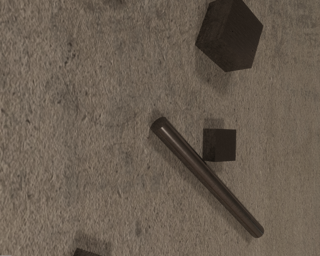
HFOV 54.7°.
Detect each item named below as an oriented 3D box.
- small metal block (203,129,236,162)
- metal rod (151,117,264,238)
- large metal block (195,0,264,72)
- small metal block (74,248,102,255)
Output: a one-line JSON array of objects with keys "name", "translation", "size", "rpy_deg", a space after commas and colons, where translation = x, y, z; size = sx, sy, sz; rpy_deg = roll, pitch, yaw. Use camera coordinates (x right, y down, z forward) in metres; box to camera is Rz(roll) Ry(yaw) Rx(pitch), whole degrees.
[{"name": "small metal block", "translation": [0.094, 0.026, 0.486], "size": [0.050, 0.025, 0.050], "rpy_deg": [2, 89, -40]}, {"name": "metal rod", "translation": [0.086, 0.090, 0.479], "size": [0.300, 0.025, 0.025], "rpy_deg": [47, 62, -30]}, {"name": "large metal block", "translation": [0.110, -0.145, 0.483], "size": [0.080, 0.050, 0.080], "rpy_deg": [31, 71, -36]}, {"name": "small metal block", "translation": [-0.077, 0.167, 0.342], "size": [0.050, 0.025, 0.050], "rpy_deg": [37, 67, -34]}]
